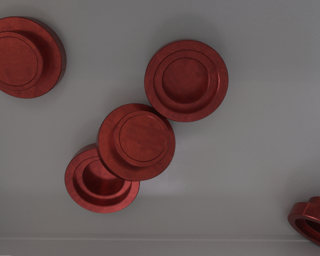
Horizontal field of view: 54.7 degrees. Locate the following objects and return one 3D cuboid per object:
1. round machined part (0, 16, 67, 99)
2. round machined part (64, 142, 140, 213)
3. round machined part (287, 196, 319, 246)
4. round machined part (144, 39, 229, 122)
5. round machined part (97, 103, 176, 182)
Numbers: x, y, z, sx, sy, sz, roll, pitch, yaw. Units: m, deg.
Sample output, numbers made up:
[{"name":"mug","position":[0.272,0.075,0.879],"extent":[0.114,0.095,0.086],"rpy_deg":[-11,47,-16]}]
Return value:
[{"name":"round machined part","position":[-0.167,-0.082,0.370],"extent":[0.099,0.042,0.097],"rpy_deg":[0,110,0]},{"name":"round machined part","position":[-0.076,0.064,0.425],"extent":[0.099,0.042,0.097],"rpy_deg":[0,110,0]},{"name":"round machined part","position":[0.236,0.133,0.434],"extent":[0.098,0.098,0.042],"rpy_deg":[43,69,-15]},{"name":"round machined part","position":[0.031,-0.060,0.380],"extent":[0.099,0.042,0.097],"rpy_deg":[0,110,0]},{"name":"round machined part","position":[-0.026,0.016,0.381],"extent":[0.099,0.042,0.098],"rpy_deg":[4,76,-18]}]
